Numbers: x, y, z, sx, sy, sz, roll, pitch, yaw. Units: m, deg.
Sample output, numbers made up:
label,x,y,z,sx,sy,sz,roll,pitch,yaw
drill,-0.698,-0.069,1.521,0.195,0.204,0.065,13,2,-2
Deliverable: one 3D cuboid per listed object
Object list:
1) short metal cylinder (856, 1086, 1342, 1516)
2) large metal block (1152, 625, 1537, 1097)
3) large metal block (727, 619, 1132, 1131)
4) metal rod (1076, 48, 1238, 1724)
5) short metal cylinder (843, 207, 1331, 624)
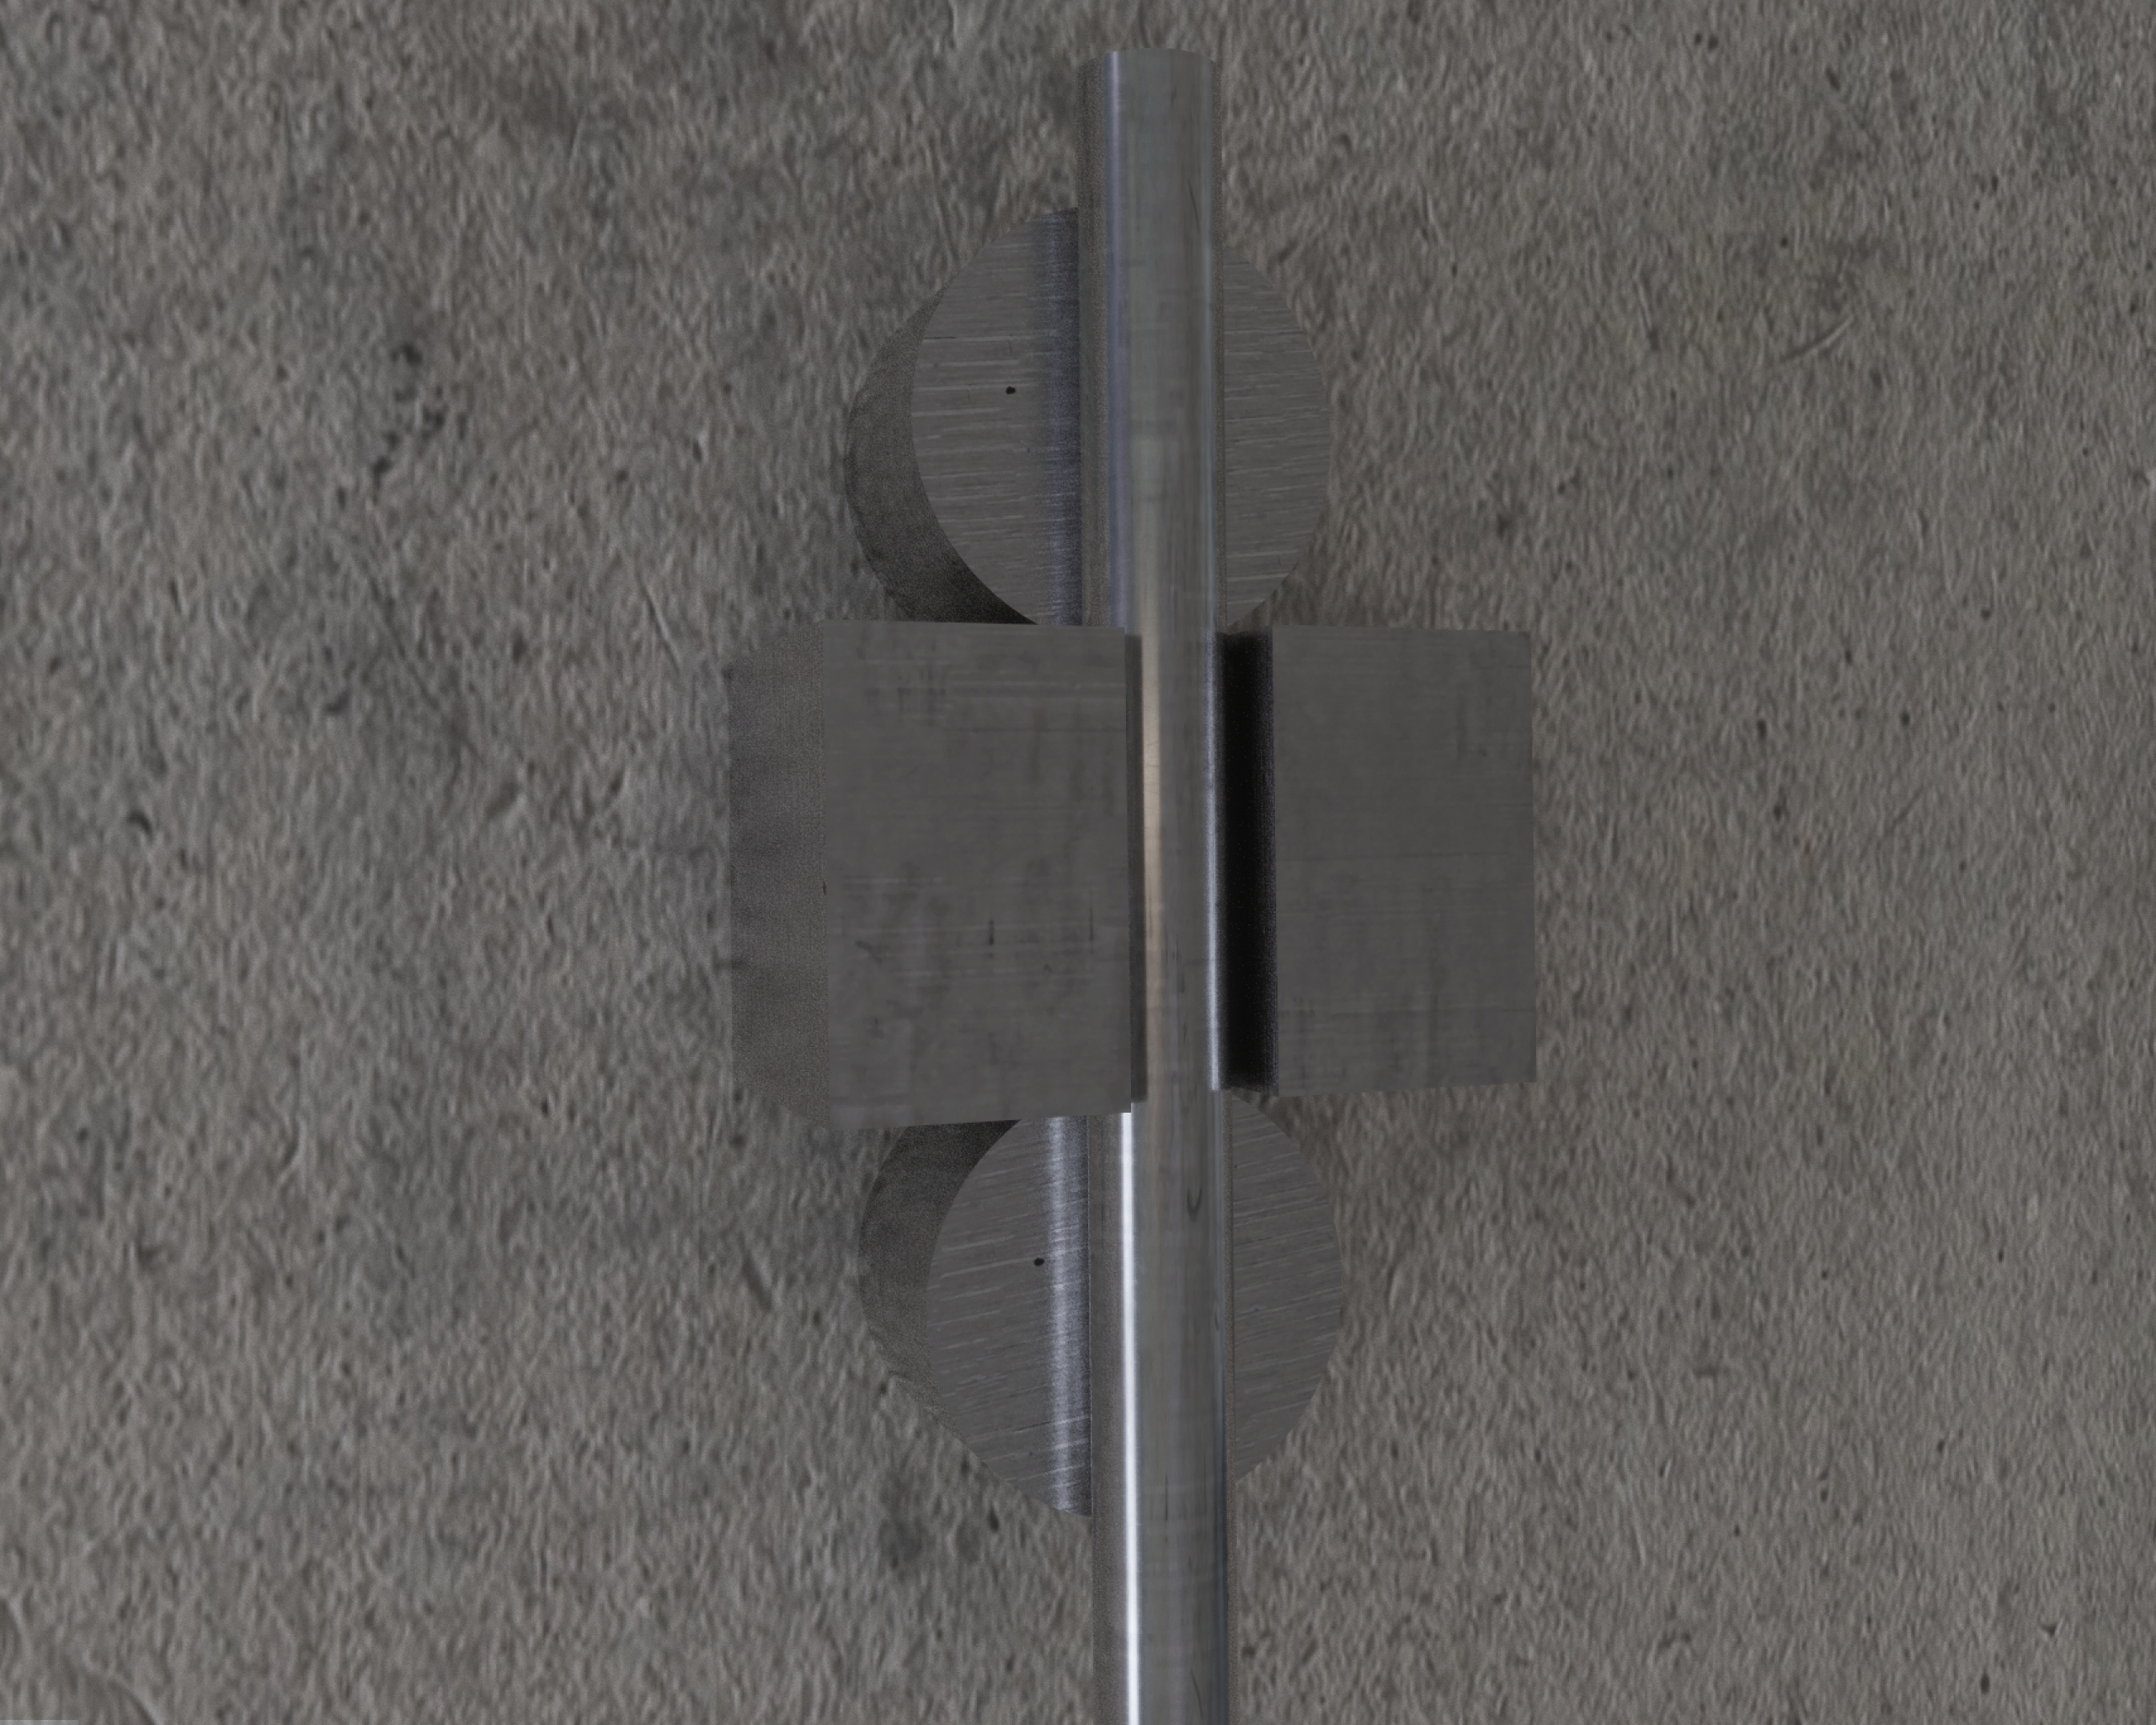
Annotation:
label,x,y,z,sx,sy,sz,roll,pitch,yaw
short metal cylinder,0.003,0.078,0.399,0.081,0.050,0.080,0,90,-20
large metal block,0.043,-0.001,0.397,0.050,0.080,0.080,-1,90,-20
large metal block,-0.029,0.001,0.370,0.050,0.080,0.080,-1,90,-20
metal rod,0.014,0.013,0.362,0.025,0.025,0.298,-1,90,-20
short metal cylinder,0.001,-0.078,0.397,0.081,0.050,0.080,0,90,-20
